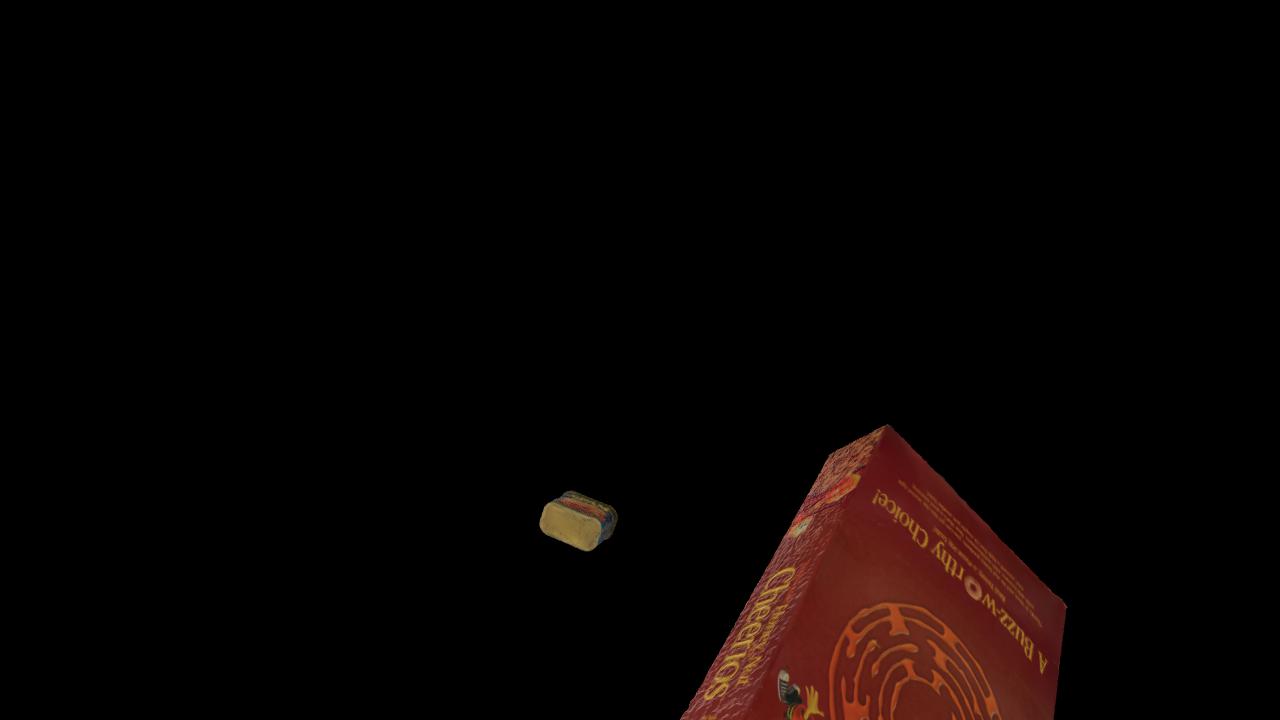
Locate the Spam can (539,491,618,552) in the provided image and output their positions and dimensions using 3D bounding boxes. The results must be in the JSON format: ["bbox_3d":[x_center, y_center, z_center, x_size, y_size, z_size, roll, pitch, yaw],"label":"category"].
[{"bbox_3d":[-0.096,0.250,0.957,0.101,0.058,0.085,18,3,14],"label":"Spam can"}]

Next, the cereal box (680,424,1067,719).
[{"bbox_3d":[0.164,0.212,0.403,0.306,0.203,0.081,-43,-2,-41],"label":"cereal box"}]
